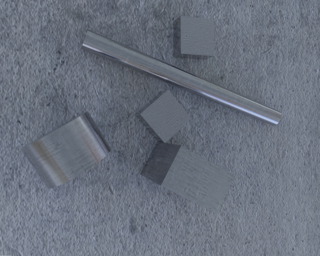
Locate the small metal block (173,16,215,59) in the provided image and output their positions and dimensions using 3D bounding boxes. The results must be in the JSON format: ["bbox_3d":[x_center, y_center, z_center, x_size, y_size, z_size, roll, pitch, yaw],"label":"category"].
[{"bbox_3d":[0.047,-0.123,0.427,0.050,0.025,0.050,-1,91,-21],"label":"small metal block"}]

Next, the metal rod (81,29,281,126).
[{"bbox_3d":[0.043,-0.062,0.425,0.302,0.025,0.025,19,84,-20],"label":"metal rod"}]

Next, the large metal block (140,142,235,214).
[{"bbox_3d":[0.032,0.060,0.393,0.080,0.080,0.050,30,80,-18],"label":"large metal block"}]

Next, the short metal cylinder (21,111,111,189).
[{"bbox_3d":[-0.102,0.023,0.343,0.080,0.080,0.050,-33,101,-17],"label":"short metal cylinder"}]

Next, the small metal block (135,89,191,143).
[{"bbox_3d":[0.004,-0.015,0.412,0.050,0.025,0.050,-43,104,-15],"label":"small metal block"}]
